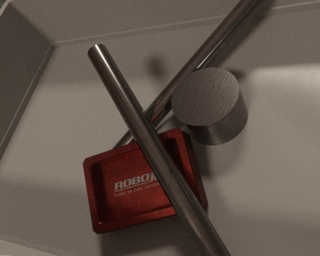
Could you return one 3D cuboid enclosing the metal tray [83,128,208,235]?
[{"bbox_3d":[-0.021,0.062,0.357,0.130,0.030,0.090,-19,71,16],"label":"metal tray"}]

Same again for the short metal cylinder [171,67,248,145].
[{"bbox_3d":[0.060,-0.026,0.373,0.080,0.050,0.080,-13,56,20],"label":"short metal cylinder"}]

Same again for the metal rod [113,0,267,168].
[{"bbox_3d":[0.035,-0.066,0.400,0.300,0.025,0.025,-49,51,4],"label":"metal rod"}]

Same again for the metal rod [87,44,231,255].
[{"bbox_3d":[-0.007,0.023,0.331,0.025,0.025,0.299,-34,68,6],"label":"metal rod"}]

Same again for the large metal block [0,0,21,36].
[{"bbox_3d":[-0.405,-0.281,0.773,0.080,0.050,0.080,-40,51,0],"label":"large metal block"}]
